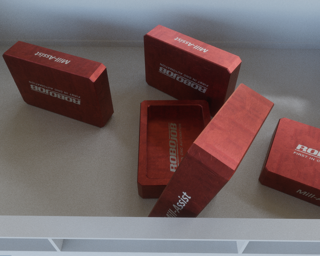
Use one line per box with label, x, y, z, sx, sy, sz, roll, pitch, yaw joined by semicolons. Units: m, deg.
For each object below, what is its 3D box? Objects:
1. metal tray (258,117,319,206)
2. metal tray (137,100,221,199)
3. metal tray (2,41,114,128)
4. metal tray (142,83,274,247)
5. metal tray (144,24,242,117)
metal tray;0.194;0.046;0.364;0.130;0.030;0.090;20;53;16
metal tray;0.020;0.021;0.383;0.091;0.030;0.130;0;50;-1
metal tray;-0.130;-0.056;0.408;0.130;0.090;0.030;17;52;14
metal tray;0.036;0.035;0.258;0.030;0.129;0.090;35;49;10
metal tray;0.039;-0.077;0.427;0.130;0.090;0.030;29;56;22
